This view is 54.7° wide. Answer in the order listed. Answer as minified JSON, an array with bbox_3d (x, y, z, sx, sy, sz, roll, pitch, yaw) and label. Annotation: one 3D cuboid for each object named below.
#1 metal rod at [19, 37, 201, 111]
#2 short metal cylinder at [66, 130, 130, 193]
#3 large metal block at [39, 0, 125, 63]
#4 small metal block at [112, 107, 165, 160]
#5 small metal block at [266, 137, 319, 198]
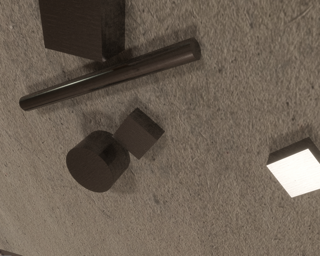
[{"bbox_3d":[-0.087,-0.062,0.412,0.300,0.025,0.025,-11,113,32],"label":"metal rod"},{"bbox_3d":[-0.093,0.050,0.469,0.080,0.050,0.079,13,124,20],"label":"short metal cylinder"},{"bbox_3d":[-0.088,-0.129,0.355,0.080,0.050,0.079,17,125,18],"label":"large metal block"},{"bbox_3d":[-0.030,0.008,0.426,0.050,0.025,0.050,41,129,-1],"label":"small metal block"},{"bbox_3d":[0.159,0.045,0.351,0.050,0.025,0.050,-33,100,38],"label":"small metal block"}]
